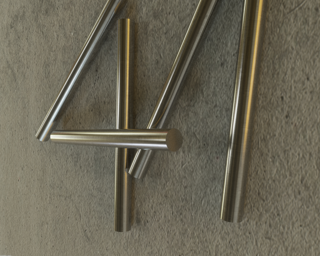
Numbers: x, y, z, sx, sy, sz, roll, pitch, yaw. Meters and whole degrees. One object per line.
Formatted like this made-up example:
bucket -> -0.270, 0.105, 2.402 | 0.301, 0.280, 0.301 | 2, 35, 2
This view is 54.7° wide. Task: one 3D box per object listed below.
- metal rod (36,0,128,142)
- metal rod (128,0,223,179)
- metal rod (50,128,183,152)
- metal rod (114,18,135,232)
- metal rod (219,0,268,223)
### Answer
metal rod -> -0.139, -0.088, 0.516 | 0.298, 0.025, 0.025 | -52, 60, 27
metal rod -> 0.024, -0.067, 0.383 | 0.025, 0.025, 0.298 | 36, 112, 34
metal rod -> -0.084, 0.014, 0.442 | 0.300, 0.025, 0.025 | -1, 90, 48
metal rod -> -0.051, -0.003, 0.444 | 0.025, 0.025, 0.298 | 2, 91, 39
metal rod -> 0.091, -0.049, 0.328 | 0.025, 0.025, 0.298 | 9, 96, 39
